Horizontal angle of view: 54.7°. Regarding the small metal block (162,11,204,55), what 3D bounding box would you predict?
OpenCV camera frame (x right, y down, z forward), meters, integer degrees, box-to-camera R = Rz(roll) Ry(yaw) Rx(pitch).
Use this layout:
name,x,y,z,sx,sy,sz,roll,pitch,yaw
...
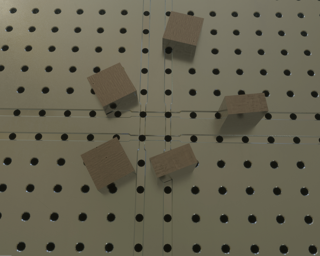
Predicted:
name,x,y,z,sx,sy,sz,roll,pitch,yaw
small metal block,0.034,-0.142,0.464,0.050,0.025,0.050,15,71,5

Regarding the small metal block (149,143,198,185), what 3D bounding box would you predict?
name,x,y,z,sx,sy,sz,roll,pitch,yaw
small metal block,0.016,0.046,0.382,0.050,0.050,0.025,-20,72,-7

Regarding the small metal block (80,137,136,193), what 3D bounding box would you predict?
name,x,y,z,sx,sy,sz,roll,pitch,yaw
small metal block,-0.065,0.047,0.394,0.050,0.025,0.050,-27,73,-10

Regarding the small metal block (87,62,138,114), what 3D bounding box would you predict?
name,x,y,z,sx,sy,sz,roll,pitch,yaw
small metal block,-0.066,-0.055,0.431,0.050,0.025,0.050,-28,73,-10

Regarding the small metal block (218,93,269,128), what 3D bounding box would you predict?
name,x,y,z,sx,sy,sz,roll,pitch,yaw
small metal block,0.108,-0.022,0.408,0.050,0.050,0.025,-5,70,-2
